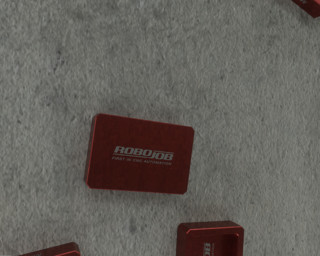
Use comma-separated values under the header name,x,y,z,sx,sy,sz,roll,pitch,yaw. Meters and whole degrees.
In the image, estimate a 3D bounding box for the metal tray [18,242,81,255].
name,x,y,z,sx,sy,sz,roll,pitch,yaw
metal tray,-0.153,0.193,0.350,0.131,0.030,0.089,-8,93,-20

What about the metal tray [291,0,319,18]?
name,x,y,z,sx,sy,sz,roll,pitch,yaw
metal tray,0.231,-0.250,0.493,0.131,0.030,0.090,27,81,-18

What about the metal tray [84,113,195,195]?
name,x,y,z,sx,sy,sz,roll,pitch,yaw
metal tray,-0.025,0.035,0.398,0.131,0.030,0.089,8,87,-20

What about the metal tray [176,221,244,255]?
name,x,y,z,sx,sy,sz,roll,pitch,yaw
metal tray,0.068,0.200,0.433,0.091,0.030,0.129,4,89,-20
